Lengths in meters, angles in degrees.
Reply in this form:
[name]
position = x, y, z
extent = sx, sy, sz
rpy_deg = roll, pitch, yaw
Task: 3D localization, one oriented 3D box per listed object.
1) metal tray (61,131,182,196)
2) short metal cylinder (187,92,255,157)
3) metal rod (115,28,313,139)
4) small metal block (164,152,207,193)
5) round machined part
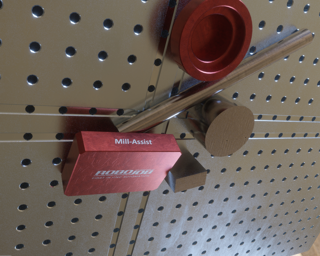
[metal tray]
position = -0.049, 0.046, 0.393
extent = 0.131, 0.030, 0.089
rpy_deg = 3, 136, -30
[short metal cylinder]
position = 0.085, -0.006, 0.440
extent = 0.081, 0.050, 0.079
rpy_deg = -14, 125, -21
[metal rod]
position = 0.080, -0.062, 0.418
extent = 0.302, 0.025, 0.025
rpy_deg = -28, 128, -11
[small metal block]
position = 0.033, 0.064, 0.455
extent = 0.050, 0.050, 0.025
rpy_deg = -10, 123, -24
[round machined part]
position = 0.056, -0.108, 0.366
extent = 0.099, 0.042, 0.097
rpy_deg = -14, 125, -21
